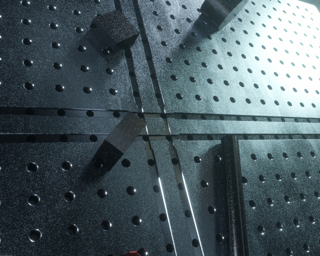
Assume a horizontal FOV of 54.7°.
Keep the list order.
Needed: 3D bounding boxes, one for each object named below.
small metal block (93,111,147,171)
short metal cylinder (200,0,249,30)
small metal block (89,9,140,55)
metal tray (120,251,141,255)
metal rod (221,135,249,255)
[{"bbox_3d":[-0.047,0.015,0.359,0.025,0.050,0.050,38,51,-3],"label":"small metal block"},{"bbox_3d":[0.122,-0.233,0.584,0.050,0.080,0.080,46,51,3],"label":"short metal cylinder"},{"bbox_3d":[-0.067,-0.144,0.461,0.050,0.025,0.050,47,51,4],"label":"small metal block"},{"bbox_3d":[-0.035,0.190,0.270,0.090,0.030,0.131,43,51,1],"label":"metal tray"},{"bbox_3d":[0.093,0.142,0.373,0.025,0.025,0.300,17,55,-19],"label":"metal rod"}]
